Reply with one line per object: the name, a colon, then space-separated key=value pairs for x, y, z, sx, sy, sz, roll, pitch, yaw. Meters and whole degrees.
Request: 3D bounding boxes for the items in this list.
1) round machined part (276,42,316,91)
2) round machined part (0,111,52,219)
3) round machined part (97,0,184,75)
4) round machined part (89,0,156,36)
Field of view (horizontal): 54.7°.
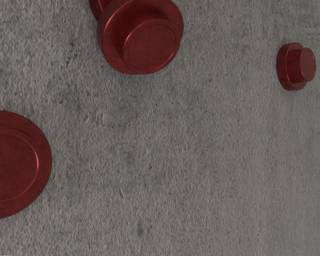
round machined part: x=0.281 y=-0.126 z=0.629 sx=0.099 sy=0.042 sz=0.097 roll=0 pitch=90 yaw=-40
round machined part: x=-0.144 y=0.033 z=0.273 sx=0.099 sy=0.042 sz=0.097 roll=0 pitch=90 yaw=-40
round machined part: x=-0.016 y=-0.099 z=0.344 sx=0.099 sy=0.042 sz=0.097 roll=-19 pitch=142 yaw=-16
round machined part: x=-0.031 y=-0.156 z=0.367 sx=0.099 sy=0.042 sz=0.097 roll=0 pitch=90 yaw=-40
